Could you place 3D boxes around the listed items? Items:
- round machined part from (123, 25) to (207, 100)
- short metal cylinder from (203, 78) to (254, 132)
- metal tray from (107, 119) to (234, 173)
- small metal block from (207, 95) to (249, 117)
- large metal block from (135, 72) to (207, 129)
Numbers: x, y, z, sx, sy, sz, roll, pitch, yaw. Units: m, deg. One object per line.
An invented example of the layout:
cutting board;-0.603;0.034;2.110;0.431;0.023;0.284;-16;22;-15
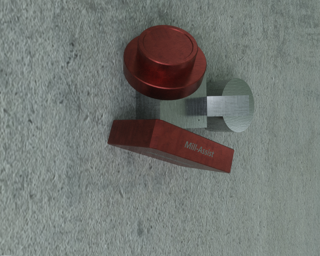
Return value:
round machined part;0.007;-0.083;0.363;0.098;0.098;0.042;-44;161;-31
short metal cylinder;0.099;-0.033;0.474;0.081;0.050;0.080;0;90;-40
metal tray;0.015;0.023;0.376;0.131;0.090;0.030;21;77;-38
small metal block;0.087;-0.029;0.403;0.050;0.050;0.025;-30;119;-80
large metal block;0.015;-0.039;0.403;0.081;0.050;0.079;-2;92;-40
